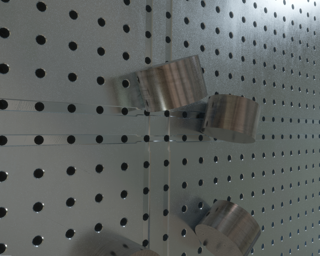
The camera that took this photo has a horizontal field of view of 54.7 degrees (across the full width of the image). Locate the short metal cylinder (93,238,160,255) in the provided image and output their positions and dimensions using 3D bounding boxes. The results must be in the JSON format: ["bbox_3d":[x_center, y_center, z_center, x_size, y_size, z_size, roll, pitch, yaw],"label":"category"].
[{"bbox_3d":[-0.039,0.175,0.360,0.081,0.050,0.079,0,90,-40],"label":"short metal cylinder"}]

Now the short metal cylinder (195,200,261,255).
[{"bbox_3d":[0.099,0.154,0.457,0.050,0.080,0.080,-42,116,-32],"label":"short metal cylinder"}]

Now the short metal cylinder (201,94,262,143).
[{"bbox_3d":[0.106,-0.012,0.461,0.080,0.080,0.050,23,76,-38],"label":"short metal cylinder"}]

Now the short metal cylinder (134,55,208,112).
[{"bbox_3d":[0.014,-0.056,0.385,0.081,0.080,0.050,-26,106,-37],"label":"short metal cylinder"}]
